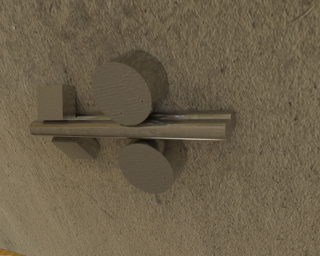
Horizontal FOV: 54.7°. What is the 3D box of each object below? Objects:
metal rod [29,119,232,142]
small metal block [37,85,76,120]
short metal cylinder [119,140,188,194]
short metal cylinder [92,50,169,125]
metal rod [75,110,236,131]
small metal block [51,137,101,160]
[{"bbox_3d":[-0.058,0.001,0.408,0.300,0.025,0.025,0,119,28],"label":"metal rod"},{"bbox_3d":[-0.152,-0.036,0.454,0.050,0.025,0.050,0,91,28],"label":"small metal block"},{"bbox_3d":[-0.009,0.042,0.423,0.080,0.050,0.079,13,124,21],"label":"short metal cylinder"},{"bbox_3d":[-0.035,-0.050,0.380,0.080,0.050,0.079,13,124,21],"label":"short metal cylinder"},{"bbox_3d":[-0.048,-0.010,0.428,0.300,0.025,0.025,0,119,28],"label":"metal rod"},{"bbox_3d":[-0.129,0.025,0.479,0.050,0.025,0.050,0,145,27],"label":"small metal block"}]
